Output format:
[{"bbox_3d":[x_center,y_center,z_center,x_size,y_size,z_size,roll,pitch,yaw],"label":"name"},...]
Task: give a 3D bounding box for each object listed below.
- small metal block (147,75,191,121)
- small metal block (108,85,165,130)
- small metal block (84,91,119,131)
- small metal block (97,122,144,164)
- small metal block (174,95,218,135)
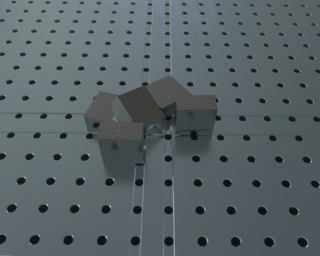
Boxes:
[{"bbox_3d":[0.008,-0.044,0.445,0.050,0.025,0.050,-28,56,-22],"label":"small metal block"},{"bbox_3d":[-0.030,-0.022,0.403,0.050,0.025,0.050,-30,86,-43],"label":"small metal block"},{"bbox_3d":[-0.068,-0.020,0.424,0.050,0.025,0.050,14,51,11],"label":"small metal block"},{"bbox_3d":[-0.045,0.019,0.375,0.050,0.050,0.025,2,50,1],"label":"small metal block"},{"bbox_3d":[0.045,-0.016,0.406,0.050,0.050,0.025,-1,50,-1],"label":"small metal block"}]
